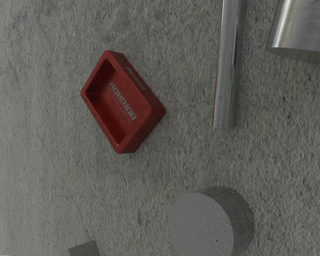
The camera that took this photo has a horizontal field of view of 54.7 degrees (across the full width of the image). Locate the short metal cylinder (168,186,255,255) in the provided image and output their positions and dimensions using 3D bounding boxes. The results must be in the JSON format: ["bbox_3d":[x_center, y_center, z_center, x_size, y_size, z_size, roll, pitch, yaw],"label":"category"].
[{"bbox_3d":[0.056,0.107,0.342,0.080,0.050,0.080,0,90,40],"label":"short metal cylinder"}]

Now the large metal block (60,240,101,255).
[{"bbox_3d":[-0.130,0.240,0.496,0.080,0.050,0.080,-45,63,31],"label":"large metal block"}]

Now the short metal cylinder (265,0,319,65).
[{"bbox_3d":[0.135,-0.083,0.258,0.080,0.081,0.050,20,103,38],"label":"short metal cylinder"}]

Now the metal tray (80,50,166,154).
[{"bbox_3d":[-0.059,-0.038,0.449,0.090,0.030,0.130,-51,60,27],"label":"metal tray"}]

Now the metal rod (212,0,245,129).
[{"bbox_3d":[0.081,-0.149,0.338,0.025,0.025,0.298,7,94,40],"label":"metal rod"}]
